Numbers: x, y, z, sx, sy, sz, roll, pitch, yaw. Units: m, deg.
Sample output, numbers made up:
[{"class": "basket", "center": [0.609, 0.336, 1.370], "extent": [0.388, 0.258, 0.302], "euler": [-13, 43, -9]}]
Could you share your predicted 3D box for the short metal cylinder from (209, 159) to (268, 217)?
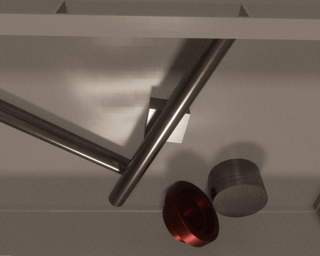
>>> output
[{"class": "short metal cylinder", "center": [0.118, 0.092, 0.473], "extent": [0.081, 0.050, 0.079], "euler": [0, 130, 0]}]

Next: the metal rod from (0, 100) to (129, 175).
[{"class": "metal rod", "center": [-0.159, 0.001, 0.407], "extent": [0.301, 0.025, 0.025], "euler": [28, 124, -23]}]

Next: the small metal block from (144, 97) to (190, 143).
[{"class": "small metal block", "center": [0.008, -0.009, 0.401], "extent": [0.050, 0.025, 0.050], "euler": [7, 130, -7]}]

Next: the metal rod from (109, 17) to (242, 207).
[{"class": "metal rod", "center": [0.001, 0.004, 0.379], "extent": [0.025, 0.025, 0.298], "euler": [20, 127, -17]}]

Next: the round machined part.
[{"class": "round machined part", "center": [0.043, 0.136, 0.478], "extent": [0.098, 0.098, 0.042], "euler": [34, 122, -26]}]
